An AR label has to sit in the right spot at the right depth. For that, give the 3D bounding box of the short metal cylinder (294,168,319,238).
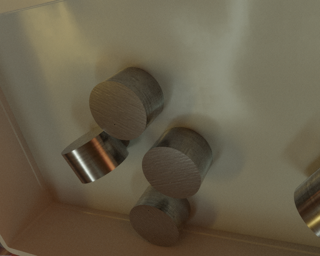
[{"bbox_3d":[0.190,0.077,0.320,0.080,0.080,0.050,33,129,6],"label":"short metal cylinder"}]

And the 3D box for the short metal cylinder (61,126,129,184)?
[{"bbox_3d":[-0.092,0.035,0.443,0.080,0.080,0.050,-20,107,36],"label":"short metal cylinder"}]

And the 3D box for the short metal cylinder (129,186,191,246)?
[{"bbox_3d":[0.001,0.132,0.474,0.080,0.050,0.079,13,124,21],"label":"short metal cylinder"}]

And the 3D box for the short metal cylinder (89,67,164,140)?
[{"bbox_3d":[-0.042,-0.031,0.395,0.080,0.050,0.079,13,124,21],"label":"short metal cylinder"}]

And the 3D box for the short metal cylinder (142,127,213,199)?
[{"bbox_3d":[0.024,0.046,0.408,0.080,0.050,0.079,13,124,21],"label":"short metal cylinder"}]
